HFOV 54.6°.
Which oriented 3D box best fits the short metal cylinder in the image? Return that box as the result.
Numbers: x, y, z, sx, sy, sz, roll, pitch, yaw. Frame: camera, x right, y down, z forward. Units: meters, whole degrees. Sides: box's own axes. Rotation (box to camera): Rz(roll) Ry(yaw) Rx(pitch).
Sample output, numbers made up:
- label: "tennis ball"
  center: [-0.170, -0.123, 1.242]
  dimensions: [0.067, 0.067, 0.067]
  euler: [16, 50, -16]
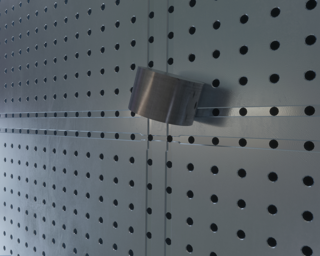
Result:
- label: "short metal cylinder"
  center: [0.007, -0.039, 0.369]
  dimensions: [0.080, 0.081, 0.050]
  euler: [25, 106, 37]
